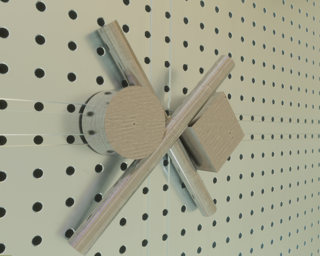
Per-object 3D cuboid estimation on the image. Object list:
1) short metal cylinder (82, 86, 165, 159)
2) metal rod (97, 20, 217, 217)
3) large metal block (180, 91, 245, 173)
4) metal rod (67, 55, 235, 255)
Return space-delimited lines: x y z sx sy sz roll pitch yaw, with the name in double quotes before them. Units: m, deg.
"short metal cylinder" -0.041 -0.006 0.354 0.081 0.050 0.079 0 90 -40
"metal rod" 0.007 0.003 0.409 0.025 0.025 0.299 -43 116 -31
"large metal block" 0.067 0.005 0.443 0.080 0.050 0.080 -46 118 -30
"metal rod" 0.002 0.019 0.379 0.301 0.025 0.025 -50 120 -18
